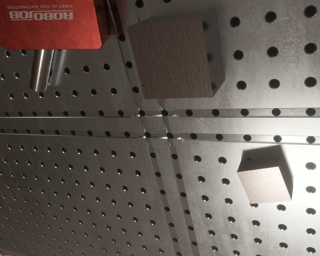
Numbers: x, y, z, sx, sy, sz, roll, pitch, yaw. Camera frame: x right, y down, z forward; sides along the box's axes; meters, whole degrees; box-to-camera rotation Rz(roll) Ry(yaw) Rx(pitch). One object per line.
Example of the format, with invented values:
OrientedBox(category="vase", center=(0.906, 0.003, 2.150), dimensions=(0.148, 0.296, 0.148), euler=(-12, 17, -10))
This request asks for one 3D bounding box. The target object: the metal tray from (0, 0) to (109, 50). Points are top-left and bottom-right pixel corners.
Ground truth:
OrientedBox(category="metal tray", center=(-0.132, -0.139, 0.359), dimensions=(0.131, 0.030, 0.089), euler=(2, 129, 8))

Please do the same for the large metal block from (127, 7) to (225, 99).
OrientedBox(category="large metal block", center=(0.020, -0.079, 0.335), dimensions=(0.080, 0.050, 0.079), euler=(1, 119, 27))

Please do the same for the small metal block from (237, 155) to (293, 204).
OrientedBox(category="small metal block", center=(0.130, 0.064, 0.382), dimensions=(0.050, 0.025, 0.050), euler=(-14, 111, 33))

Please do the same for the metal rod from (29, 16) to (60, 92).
OrientedBox(category="metal rod", center=(-0.128, -0.165, 0.374), dimensions=(0.025, 0.025, 0.298), euler=(33, 129, 6))
